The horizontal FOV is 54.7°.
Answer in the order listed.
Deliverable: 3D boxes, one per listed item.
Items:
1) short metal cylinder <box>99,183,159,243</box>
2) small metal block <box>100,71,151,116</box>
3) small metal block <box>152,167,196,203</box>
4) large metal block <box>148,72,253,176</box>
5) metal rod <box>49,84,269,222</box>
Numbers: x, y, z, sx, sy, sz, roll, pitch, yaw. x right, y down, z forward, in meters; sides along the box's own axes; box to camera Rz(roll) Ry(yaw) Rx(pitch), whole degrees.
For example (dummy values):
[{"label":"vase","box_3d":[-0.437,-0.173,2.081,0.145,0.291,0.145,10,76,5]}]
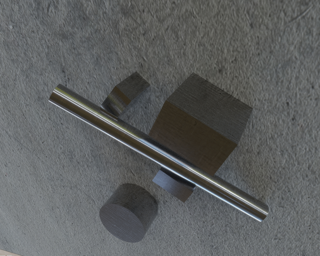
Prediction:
[{"label":"short metal cylinder","box_3d":[-0.049,0.137,0.499,0.080,0.050,0.079,13,124,20]},{"label":"small metal block","box_3d":[-0.045,-0.038,0.390,0.025,0.050,0.050,44,129,-2]},{"label":"small metal block","box_3d":[0.026,0.063,0.415,0.050,0.050,0.025,34,129,5]},{"label":"large metal block","box_3d":[0.047,-0.007,0.341,0.080,0.080,0.050,33,128,6]},{"label":"metal rod","box_3d":[0.006,0.035,0.381,0.301,0.025,0.025,31,130,-9]}]
